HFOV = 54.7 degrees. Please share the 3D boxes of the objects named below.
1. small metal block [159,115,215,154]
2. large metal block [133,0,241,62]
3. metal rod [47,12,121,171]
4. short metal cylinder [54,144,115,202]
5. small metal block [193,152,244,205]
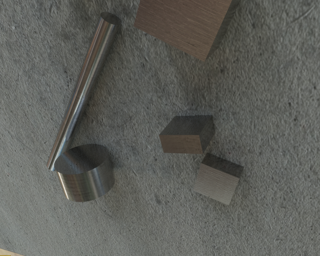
[{"bbox_3d":[0.034,0.007,0.377,0.050,0.050,0.025,0,118,28],"label":"small metal block"},{"bbox_3d":[0.030,-0.124,0.298,0.080,0.050,0.079,29,128,9],"label":"large metal block"},{"bbox_3d":[-0.122,-0.031,0.451,0.025,0.025,0.298,37,129,3],"label":"metal rod"},{"bbox_3d":[-0.113,0.067,0.472,0.080,0.080,0.050,6,121,25],"label":"short metal cylinder"},{"bbox_3d":[0.076,0.067,0.408,0.050,0.025,0.050,21,126,15],"label":"small metal block"}]
